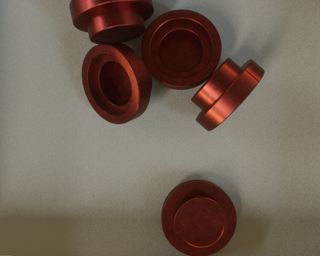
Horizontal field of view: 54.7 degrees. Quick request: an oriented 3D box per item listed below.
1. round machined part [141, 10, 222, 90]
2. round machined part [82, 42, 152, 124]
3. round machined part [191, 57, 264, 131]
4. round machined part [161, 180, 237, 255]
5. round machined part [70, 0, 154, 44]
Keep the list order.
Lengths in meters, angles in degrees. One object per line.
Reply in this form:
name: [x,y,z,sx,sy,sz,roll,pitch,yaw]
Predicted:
round machined part: [0.027,-0.097,0.400,0.099,0.042,0.097,0,85,3]
round machined part: [-0.049,-0.057,0.385,0.098,0.042,0.097,17,120,34]
round machined part: [0.075,-0.046,0.375,0.042,0.098,0.098,41,90,0]
round machined part: [0.051,0.120,0.403,0.099,0.042,0.097,0,90,0]
round machined part: [-0.055,-0.132,0.374,0.099,0.098,0.042,-12,90,0]
